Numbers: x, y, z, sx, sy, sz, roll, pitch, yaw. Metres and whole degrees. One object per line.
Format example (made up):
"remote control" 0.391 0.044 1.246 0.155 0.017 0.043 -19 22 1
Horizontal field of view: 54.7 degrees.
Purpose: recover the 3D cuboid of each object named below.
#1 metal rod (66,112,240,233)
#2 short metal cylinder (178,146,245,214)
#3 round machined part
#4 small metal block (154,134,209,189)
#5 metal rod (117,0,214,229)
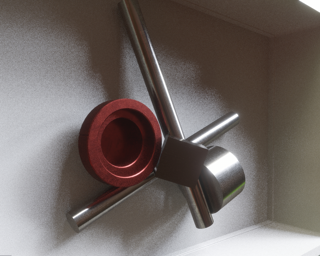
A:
"metal rod" 0.014 0.043 0.418 0.302 0.025 0.025 -29 108 -37
"short metal cylinder" 0.069 0.071 0.430 0.050 0.080 0.080 -25 106 -38
"round machined part" -0.048 0.016 0.355 0.099 0.042 0.097 0 90 -40
"small metal block" 0.025 0.040 0.374 0.050 0.025 0.050 18 95 -6
"metal rod" 0.010 -0.013 0.392 0.025 0.025 0.298 -25 99 -38
